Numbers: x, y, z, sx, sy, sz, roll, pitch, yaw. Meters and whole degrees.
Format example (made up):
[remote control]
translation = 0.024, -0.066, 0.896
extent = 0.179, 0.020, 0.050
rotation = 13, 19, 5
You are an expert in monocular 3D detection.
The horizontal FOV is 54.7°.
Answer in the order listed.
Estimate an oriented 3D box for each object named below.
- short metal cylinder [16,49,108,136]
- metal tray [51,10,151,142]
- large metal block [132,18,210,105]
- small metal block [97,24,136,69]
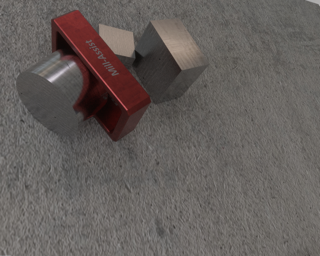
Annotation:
[short metal cylinder]
translation = -0.105, -0.038, 0.335
extent = 0.080, 0.080, 0.050
rotation = 39, 51, -2
[metal tray]
translation = -0.072, -0.055, 0.352
extent = 0.030, 0.090, 0.130
rotation = -36, 83, -27
[large metal block]
translation = 0.009, -0.091, 0.429
extent = 0.050, 0.080, 0.080
rotation = -20, 73, -36
[small metal block]
translation = -0.065, -0.115, 0.439
extent = 0.050, 0.025, 0.050
rotation = 7, 59, -25
